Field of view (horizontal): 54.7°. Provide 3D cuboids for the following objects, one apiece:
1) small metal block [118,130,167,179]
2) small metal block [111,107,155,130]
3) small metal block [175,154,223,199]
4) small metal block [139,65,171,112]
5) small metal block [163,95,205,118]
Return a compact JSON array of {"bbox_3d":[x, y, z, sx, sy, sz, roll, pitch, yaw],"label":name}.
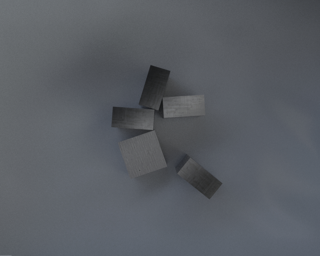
[{"bbox_3d":[-0.022,0.034,0.411,0.050,0.025,0.050,-19,90,0],"label":"small metal block"},{"bbox_3d":[-0.033,-0.012,0.398,0.050,0.050,0.025,4,90,0],"label":"small metal block"},{"bbox_3d":[0.048,0.061,0.399,0.050,0.050,0.025,39,90,0],"label":"small metal block"},{"bbox_3d":[-0.006,-0.049,0.399,0.025,0.050,0.050,17,90,0],"label":"small metal block"},{"bbox_3d":[0.029,-0.026,0.399,0.050,0.050,0.025,-4,91,0],"label":"small metal block"}]
